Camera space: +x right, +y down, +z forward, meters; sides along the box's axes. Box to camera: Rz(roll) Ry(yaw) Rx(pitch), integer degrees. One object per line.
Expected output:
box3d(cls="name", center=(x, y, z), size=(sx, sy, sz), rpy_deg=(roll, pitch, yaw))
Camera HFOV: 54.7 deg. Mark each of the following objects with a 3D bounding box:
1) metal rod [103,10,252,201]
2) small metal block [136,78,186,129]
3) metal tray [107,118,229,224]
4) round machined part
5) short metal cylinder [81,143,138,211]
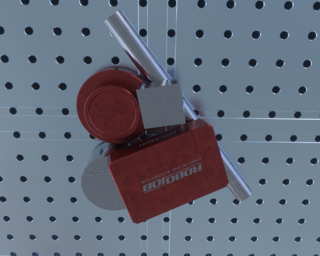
box3d(cls="metal rod", center=(0.032, -0.017, 0.403), size=(0.025, 0.025, 0.300), rpy_deg=(-35, 107, 12))
box3d(cls="small metal block", center=(0.003, -0.030, 0.373), size=(0.050, 0.025, 0.050), rpy_deg=(-8, 113, 8))
box3d(cls="metal tray", center=(0.011, 0.053, 0.385), size=(0.131, 0.030, 0.090), rpy_deg=(-21, 110, -6))
box3d(cls="round machined part", center=(-0.057, -0.024, 0.390), size=(0.099, 0.042, 0.097), rpy_deg=(0, 110, 1))
box3d(cls="short metal cylinder", center=(-0.060, 0.063, 0.418), size=(0.081, 0.050, 0.079), rpy_deg=(0, 110, 0))
